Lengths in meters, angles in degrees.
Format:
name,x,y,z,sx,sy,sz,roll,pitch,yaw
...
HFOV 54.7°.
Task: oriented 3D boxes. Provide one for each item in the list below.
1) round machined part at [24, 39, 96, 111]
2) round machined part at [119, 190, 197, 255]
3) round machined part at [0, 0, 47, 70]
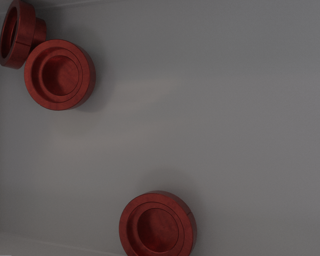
name,x,y,z,sx,sy,sz,roll,pitch,yaw
round machined part,-0.138,-0.074,0.444,0.098,0.042,0.097,1,95,10
round machined part,0.000,0.129,0.400,0.098,0.042,0.097,-1,88,20
round machined part,-0.201,-0.134,0.458,0.098,0.042,0.098,-12,73,47
